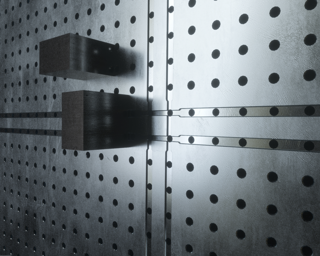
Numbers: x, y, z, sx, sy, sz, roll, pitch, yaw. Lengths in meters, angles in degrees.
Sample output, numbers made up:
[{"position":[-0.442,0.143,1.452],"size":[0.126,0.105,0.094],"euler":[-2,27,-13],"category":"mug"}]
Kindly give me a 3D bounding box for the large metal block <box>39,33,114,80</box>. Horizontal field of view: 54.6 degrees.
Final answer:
[{"position":[-0.129,-0.107,0.481],"size":[0.080,0.081,0.050],"euler":[1,91,40],"category":"large metal block"}]

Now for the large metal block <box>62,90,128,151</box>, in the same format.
[{"position":[-0.094,-0.010,0.452],"size":[0.050,0.081,0.080],"euler":[0,90,40],"category":"large metal block"}]
